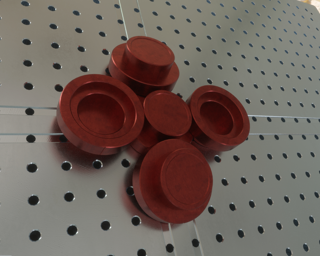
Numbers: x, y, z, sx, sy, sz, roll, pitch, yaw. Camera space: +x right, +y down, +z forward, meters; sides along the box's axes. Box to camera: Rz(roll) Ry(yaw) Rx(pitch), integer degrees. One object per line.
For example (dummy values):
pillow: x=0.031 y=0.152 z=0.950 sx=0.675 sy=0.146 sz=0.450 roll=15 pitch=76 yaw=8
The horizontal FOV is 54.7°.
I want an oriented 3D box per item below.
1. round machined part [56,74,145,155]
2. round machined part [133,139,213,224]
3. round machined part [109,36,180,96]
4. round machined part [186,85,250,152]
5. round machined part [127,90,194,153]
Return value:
round machined part: x=-0.072 y=-0.012 z=0.367 sx=0.099 sy=0.042 sz=0.098 roll=14 pitch=56 yaw=-21
round machined part: x=0.022 y=0.060 z=0.359 sx=0.099 sy=0.042 sz=0.098 roll=8 pitch=73 yaw=-27
round machined part: x=-0.018 y=-0.091 z=0.430 sx=0.099 sy=0.042 sz=0.098 roll=14 pitch=43 yaw=-13
round machined part: x=0.077 y=-0.010 z=0.446 sx=0.099 sy=0.042 sz=0.098 roll=14 pitch=56 yaw=-21
round machined part: x=0.003 y=-0.011 z=0.405 sx=0.099 sy=0.042 sz=0.098 roll=14 pitch=56 yaw=-21
